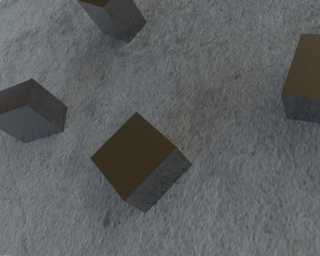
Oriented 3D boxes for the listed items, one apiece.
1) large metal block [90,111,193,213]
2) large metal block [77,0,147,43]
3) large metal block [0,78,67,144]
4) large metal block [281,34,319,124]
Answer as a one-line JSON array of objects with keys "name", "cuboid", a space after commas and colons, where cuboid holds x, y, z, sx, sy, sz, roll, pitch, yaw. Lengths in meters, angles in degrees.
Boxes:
[{"name": "large metal block", "cuboid": [-0.023, 0.040, 0.374, 0.080, 0.050, 0.080, -46, 51, -4]}, {"name": "large metal block", "cuboid": [-0.082, -0.201, 0.533, 0.080, 0.080, 0.050, 31, 79, 37]}, {"name": "large metal block", "cuboid": [-0.208, -0.024, 0.490, 0.080, 0.080, 0.050, -16, 56, 19]}, {"name": "large metal block", "cuboid": [0.182, -0.050, 0.323, 0.080, 0.050, 0.080, 12, 68, 33]}]
